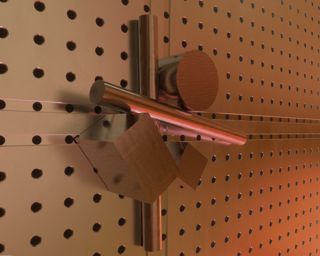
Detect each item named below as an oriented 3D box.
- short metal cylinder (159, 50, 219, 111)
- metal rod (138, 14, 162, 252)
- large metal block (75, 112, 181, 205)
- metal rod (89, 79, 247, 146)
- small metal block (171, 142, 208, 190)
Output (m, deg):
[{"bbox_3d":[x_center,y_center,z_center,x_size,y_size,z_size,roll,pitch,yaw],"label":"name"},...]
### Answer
[{"bbox_3d":[0.035,-0.062,0.424,0.081,0.050,0.079,0,90,-40],"label":"short metal cylinder"},{"bbox_3d":[-0.013,0.007,0.401,0.025,0.025,0.298,-2,92,-40],"label":"metal rod"},{"bbox_3d":[-0.036,0.031,0.343,0.050,0.080,0.080,-42,116,-32],"label":"large metal block"},{"bbox_3d":[0.037,-0.009,0.418,0.302,0.025,0.025,15,80,-47],"label":"metal rod"},{"bbox_3d":[0.037,0.054,0.443,0.050,0.025,0.050,41,65,-33],"label":"small metal block"}]
